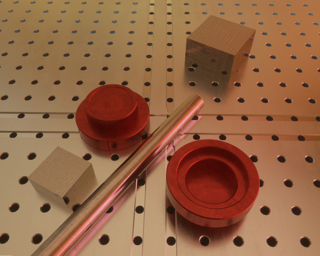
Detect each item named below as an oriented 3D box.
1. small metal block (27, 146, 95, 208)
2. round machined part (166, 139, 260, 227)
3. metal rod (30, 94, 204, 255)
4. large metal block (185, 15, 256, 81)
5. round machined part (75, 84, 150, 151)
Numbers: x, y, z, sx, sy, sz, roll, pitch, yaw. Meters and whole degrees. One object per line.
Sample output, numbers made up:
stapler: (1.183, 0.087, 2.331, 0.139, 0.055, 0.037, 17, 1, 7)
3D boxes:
small metal block: (-0.113, 0.056, 0.360, 0.050, 0.025, 0.050, 23, 54, 18)
round machined part: (0.056, 0.063, 0.344, 0.099, 0.042, 0.098, 0, 50, 0)
metal rod: (-0.039, 0.054, 0.361, 0.025, 0.025, 0.301, 30, 56, 23)
large metal block: (0.097, -0.131, 0.502, 0.080, 0.050, 0.080, 27, 55, 21)
round machined part: (-0.063, -0.021, 0.414, 0.099, 0.042, 0.098, 0, 50, 0)
